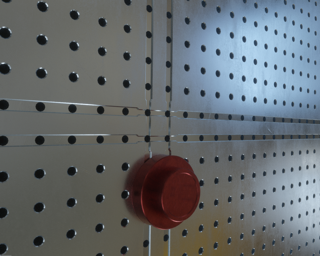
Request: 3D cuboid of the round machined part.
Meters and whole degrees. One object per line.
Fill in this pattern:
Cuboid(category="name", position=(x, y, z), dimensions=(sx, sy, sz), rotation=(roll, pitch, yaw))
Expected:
Cuboid(category="round machined part", position=(0.015, 0.085, 0.410), dimensions=(0.099, 0.042, 0.097), rotation=(0, 90, -40))
